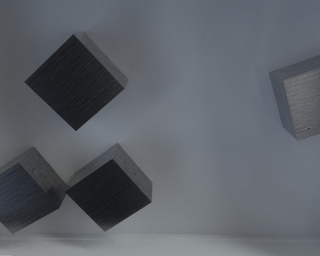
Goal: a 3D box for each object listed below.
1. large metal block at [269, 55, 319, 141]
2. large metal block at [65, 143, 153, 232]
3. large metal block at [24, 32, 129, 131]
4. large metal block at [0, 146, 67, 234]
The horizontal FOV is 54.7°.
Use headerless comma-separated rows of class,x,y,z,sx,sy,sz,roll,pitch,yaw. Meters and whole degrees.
large metal block,0.192,-0.041,0.384,0.080,0.050,0.080,-19,109,7
large metal block,-0.067,0.081,0.427,0.080,0.050,0.080,-35,107,12
large metal block,-0.097,-0.057,0.376,0.080,0.050,0.080,-39,106,13
large metal block,-0.189,0.086,0.428,0.080,0.050,0.080,-30,108,10
